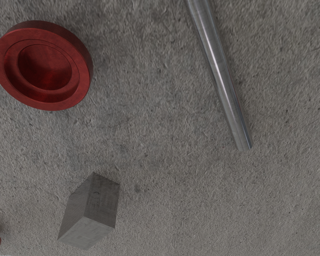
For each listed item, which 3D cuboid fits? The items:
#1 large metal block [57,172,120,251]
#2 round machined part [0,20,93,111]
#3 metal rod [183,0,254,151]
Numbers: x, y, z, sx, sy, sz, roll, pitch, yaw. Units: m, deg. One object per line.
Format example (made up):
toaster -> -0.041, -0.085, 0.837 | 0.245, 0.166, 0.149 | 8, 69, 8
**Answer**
large metal block -> -0.109, 0.129, 0.480 | 0.050, 0.080, 0.080 | 31, 124, -24
round machined part -> -0.122, -0.069, 0.336 | 0.099, 0.042, 0.097 | 0, 130, 0
metal rod -> 0.059, -0.082, 0.337 | 0.025, 0.025, 0.299 | -18, 128, 14
